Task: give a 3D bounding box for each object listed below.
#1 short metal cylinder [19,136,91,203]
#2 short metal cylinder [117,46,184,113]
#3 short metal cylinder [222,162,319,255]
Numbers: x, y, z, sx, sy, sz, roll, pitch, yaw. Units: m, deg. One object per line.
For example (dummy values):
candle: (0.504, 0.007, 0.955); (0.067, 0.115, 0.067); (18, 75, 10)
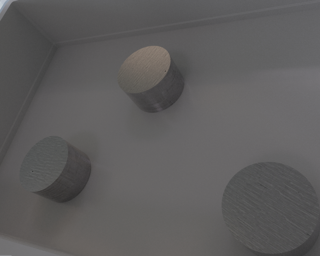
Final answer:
short metal cylinder: (-0.144, 0.058, 0.430); (0.080, 0.050, 0.080); (-13, 56, 21)
short metal cylinder: (-0.012, -0.069, 0.438); (0.080, 0.050, 0.080); (-13, 56, 21)
short metal cylinder: (0.103, 0.078, 0.287); (0.080, 0.050, 0.080); (-13, 56, 21)
